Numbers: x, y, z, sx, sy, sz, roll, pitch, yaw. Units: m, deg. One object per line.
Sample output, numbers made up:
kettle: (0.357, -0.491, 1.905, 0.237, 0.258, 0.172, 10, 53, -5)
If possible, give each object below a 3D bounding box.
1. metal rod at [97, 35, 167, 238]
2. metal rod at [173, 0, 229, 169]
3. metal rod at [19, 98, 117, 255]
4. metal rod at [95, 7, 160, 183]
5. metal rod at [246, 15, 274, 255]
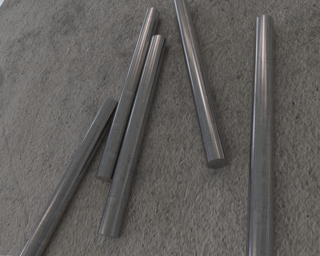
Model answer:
metal rod: (-0.031, -0.007, 0.424, 0.025, 0.025, 0.300, -2, 61, 27)
metal rod: (0.049, -0.083, 0.429, 0.025, 0.025, 0.299, -19, 54, 17)
metal rod: (-0.130, 0.090, 0.417, 0.025, 0.025, 0.300, 12, 68, 33)
metal rod: (-0.042, -0.065, 0.465, 0.025, 0.025, 0.300, -2, 61, 27)
metal rod: (0.116, -0.011, 0.350, 0.025, 0.025, 0.300, -4, 60, 26)
